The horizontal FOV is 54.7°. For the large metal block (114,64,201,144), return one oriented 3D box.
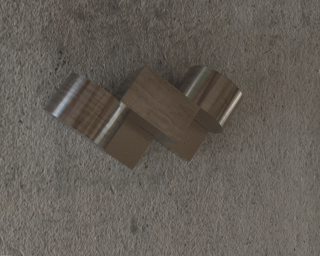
[{"bbox_3d":[-0.011,-0.026,0.378,0.080,0.080,0.050,37,78,-17],"label":"large metal block"}]

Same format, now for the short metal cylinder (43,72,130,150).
[{"bbox_3d":[-0.082,-0.018,0.351,0.080,0.080,0.050,37,78,-17],"label":"short metal cylinder"}]

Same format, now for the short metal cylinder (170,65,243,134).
[{"bbox_3d":[0.059,-0.036,0.403,0.080,0.080,0.050,37,78,-17],"label":"short metal cylinder"}]

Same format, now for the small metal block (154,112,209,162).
[{"bbox_3d":[0.030,0.011,0.422,0.050,0.025,0.050,37,78,-17],"label":"small metal block"}]

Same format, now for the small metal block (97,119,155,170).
[{"bbox_3d":[-0.044,0.018,0.395,0.050,0.025,0.050,37,78,-17],"label":"small metal block"}]
